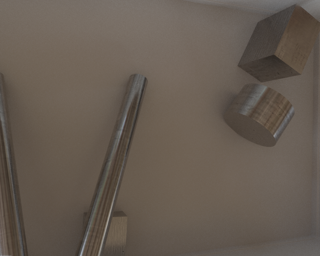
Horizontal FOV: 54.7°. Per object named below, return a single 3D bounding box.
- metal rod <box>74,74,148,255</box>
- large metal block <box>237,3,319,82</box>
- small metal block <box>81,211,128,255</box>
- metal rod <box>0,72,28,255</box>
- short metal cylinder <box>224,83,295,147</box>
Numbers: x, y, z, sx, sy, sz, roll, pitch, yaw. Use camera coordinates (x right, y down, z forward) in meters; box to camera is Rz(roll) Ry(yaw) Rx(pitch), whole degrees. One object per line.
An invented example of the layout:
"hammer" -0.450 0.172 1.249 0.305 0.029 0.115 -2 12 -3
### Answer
"metal rod" -0.055 0.063 0.325 0.025 0.025 0.300 24 57 -19
"large metal block" 0.170 -0.118 0.446 0.050 0.080 0.080 29 80 -18
"small metal block" -0.070 0.133 0.386 0.050 0.025 0.050 4 89 -20
"metal rod" -0.142 0.075 0.288 0.025 0.025 0.299 -10 66 -20
"short metal cylinder" 0.137 -0.017 0.434 0.080 0.080 0.050 40 77 -16
